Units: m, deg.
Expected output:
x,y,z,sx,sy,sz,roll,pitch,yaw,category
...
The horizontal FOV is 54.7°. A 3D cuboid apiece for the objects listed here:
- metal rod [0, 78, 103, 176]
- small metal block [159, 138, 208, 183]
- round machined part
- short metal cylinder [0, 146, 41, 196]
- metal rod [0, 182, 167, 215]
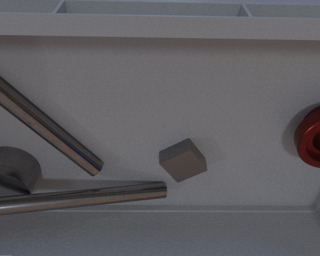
x,y,z,sx,sy,sz,roll,pitch,yaw,category
-0.180,-0.032,0.379,0.025,0.025,0.300,-28,125,22,metal rod
0.034,0.048,0.451,0.050,0.025,0.050,-27,126,20,small metal block
0.226,0.006,0.403,0.099,0.042,0.097,2,132,3,round machined part
-0.223,0.073,0.451,0.081,0.050,0.079,-1,130,0,short metal cylinder
-0.135,0.103,0.445,0.303,0.025,0.025,-2,132,-19,metal rod
